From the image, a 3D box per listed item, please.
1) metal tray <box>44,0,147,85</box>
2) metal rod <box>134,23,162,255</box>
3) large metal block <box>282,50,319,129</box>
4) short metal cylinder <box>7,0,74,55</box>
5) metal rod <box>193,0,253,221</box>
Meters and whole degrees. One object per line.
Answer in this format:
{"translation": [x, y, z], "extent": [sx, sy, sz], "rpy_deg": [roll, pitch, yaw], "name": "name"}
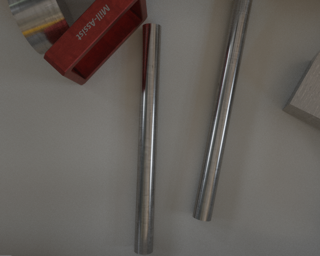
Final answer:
{"translation": [-0.072, -0.114, 0.377], "extent": [0.030, 0.090, 0.130], "rpy_deg": [44, 90, 0], "name": "metal tray"}
{"translation": [-0.016, 0.014, 0.411], "extent": [0.025, 0.025, 0.298], "rpy_deg": [2, 90, -1], "name": "metal rod"}
{"translation": [0.217, -0.042, 0.393], "extent": [0.080, 0.050, 0.080], "rpy_deg": [30, 90, 13], "name": "large metal block"}
{"translation": [-0.141, -0.138, 0.382], "extent": [0.050, 0.080, 0.080], "rpy_deg": [-23, 90, 0], "name": "short metal cylinder"}
{"translation": [0.083, -0.027, 0.412], "extent": [0.025, 0.025, 0.298], "rpy_deg": [11, 90, -1], "name": "metal rod"}
